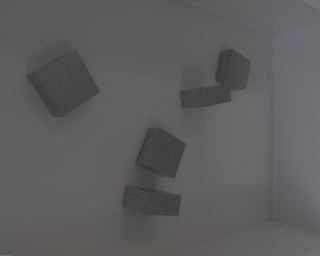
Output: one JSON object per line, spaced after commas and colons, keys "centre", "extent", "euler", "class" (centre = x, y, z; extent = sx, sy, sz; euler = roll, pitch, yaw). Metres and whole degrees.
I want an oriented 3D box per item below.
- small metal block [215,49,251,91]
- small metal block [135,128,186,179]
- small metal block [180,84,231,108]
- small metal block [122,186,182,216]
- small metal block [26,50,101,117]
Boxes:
{"centre": [0.120, -0.094, 0.507], "extent": [0.050, 0.025, 0.050], "euler": [19, 78, -38], "class": "small metal block"}
{"centre": [0.002, 0.033, 0.408], "extent": [0.050, 0.025, 0.050], "euler": [32, 70, -36], "class": "small metal block"}
{"centre": [0.065, -0.046, 0.445], "extent": [0.050, 0.050, 0.025], "euler": [-15, 100, -39], "class": "small metal block"}
{"centre": [-0.010, 0.090, 0.382], "extent": [0.050, 0.050, 0.025], "euler": [15, 81, -39], "class": "small metal block"}
{"centre": [-0.099, -0.046, 0.323], "extent": [0.050, 0.025, 0.050], "euler": [-41, 115, -32], "class": "small metal block"}
